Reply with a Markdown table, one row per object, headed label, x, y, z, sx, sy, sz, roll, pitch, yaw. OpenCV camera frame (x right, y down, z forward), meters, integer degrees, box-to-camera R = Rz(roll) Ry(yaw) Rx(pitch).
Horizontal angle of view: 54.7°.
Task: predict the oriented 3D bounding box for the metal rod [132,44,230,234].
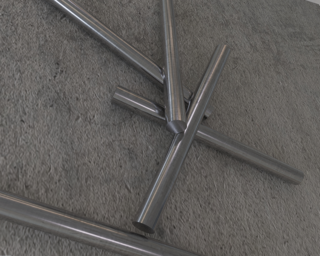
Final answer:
| label | x | y | z | sx | sy | sz | roll | pitch | yaw |
| --- | --- | --- | --- | --- | --- | --- | --- | --- | --- |
| metal rod | 0.040 | -0.010 | 0.398 | 0.025 | 0.025 | 0.301 | 32 | 56 | -7 |

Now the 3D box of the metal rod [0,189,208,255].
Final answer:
| label | x | y | z | sx | sy | sz | roll | pitch | yaw |
| --- | --- | --- | --- | --- | --- | --- | --- | --- | --- |
| metal rod | -0.039 | 0.114 | 0.312 | 0.302 | 0.025 | 0.025 | 23 | 53 | -14 |

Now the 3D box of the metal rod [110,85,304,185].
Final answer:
| label | x | y | z | sx | sy | sz | roll | pitch | yaw |
| --- | --- | --- | --- | --- | --- | --- | --- | --- | --- |
| metal rod | 0.075 | 0.015 | 0.434 | 0.302 | 0.025 | 0.025 | 24 | 53 | -14 |

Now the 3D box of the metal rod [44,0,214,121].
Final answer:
| label | x | y | z | sx | sy | sz | roll | pitch | yaw |
| --- | --- | --- | --- | --- | --- | --- | --- | --- | --- |
| metal rod | -0.049 | -0.110 | 0.444 | 0.301 | 0.025 | 0.025 | 37 | 51 | -4 |

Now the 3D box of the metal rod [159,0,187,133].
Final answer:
| label | x | y | z | sx | sy | sz | roll | pitch | yaw |
| --- | --- | --- | --- | --- | --- | --- | --- | --- | --- |
| metal rod | 0.015 | -0.117 | 0.457 | 0.025 | 0.025 | 0.300 | 15 | 48 | -20 |
